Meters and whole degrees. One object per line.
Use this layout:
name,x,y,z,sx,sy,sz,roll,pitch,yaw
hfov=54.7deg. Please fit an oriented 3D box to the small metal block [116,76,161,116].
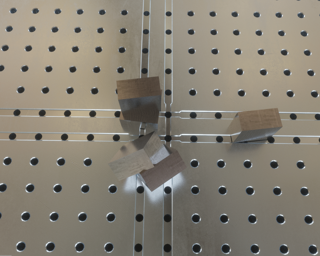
small metal block,-0.025,-0.039,0.386,0.050,0.050,0.025,-7,71,-3

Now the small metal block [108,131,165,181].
small metal block,-0.027,0.033,0.374,0.050,0.050,0.025,-24,104,23

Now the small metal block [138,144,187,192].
small metal block,-0.002,0.047,0.378,0.050,0.050,0.025,-33,104,-12

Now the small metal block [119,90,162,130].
small metal block,-0.025,-0.027,0.421,0.050,0.025,0.050,7,70,2

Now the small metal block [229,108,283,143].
small metal block,0.122,-0.002,0.401,0.050,0.050,0.025,-6,70,-3
